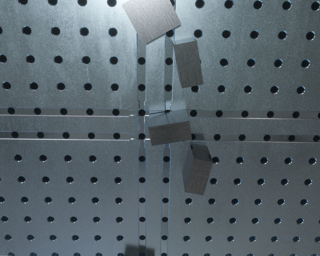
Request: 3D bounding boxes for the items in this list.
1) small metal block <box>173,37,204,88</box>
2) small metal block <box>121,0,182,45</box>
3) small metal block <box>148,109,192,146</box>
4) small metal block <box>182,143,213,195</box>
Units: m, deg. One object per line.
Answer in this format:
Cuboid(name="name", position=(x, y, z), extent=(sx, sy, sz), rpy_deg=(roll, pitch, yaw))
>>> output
Cuboid(name="small metal block", position=(0.033, -0.079, 0.371), extent=(0.025, 0.050, 0.050), rpy_deg=(-11, 110, 3))
Cuboid(name="small metal block", position=(-0.009, -0.134, 0.364), extent=(0.050, 0.025, 0.050), rpy_deg=(-27, 108, 9))
Cuboid(name="small metal block", position=(0.012, -0.002, 0.400), extent=(0.050, 0.050, 0.025), rpy_deg=(-9, 110, 3))
Cuboid(name="small metal block", position=(0.050, 0.055, 0.421), extent=(0.025, 0.050, 0.050), rpy_deg=(11, 110, -4))
